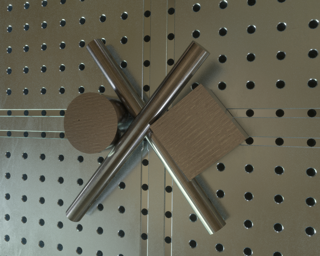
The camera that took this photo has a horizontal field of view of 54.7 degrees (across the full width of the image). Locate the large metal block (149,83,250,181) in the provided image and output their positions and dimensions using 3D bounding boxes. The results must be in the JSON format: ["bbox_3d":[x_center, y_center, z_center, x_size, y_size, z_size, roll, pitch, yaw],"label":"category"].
[{"bbox_3d":[0.049,0.005,0.377,0.080,0.050,0.080,-40,78,15],"label":"large metal block"}]

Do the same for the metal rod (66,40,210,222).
[{"bbox_3d":[-0.040,0.018,0.400,0.025,0.025,0.299,44,112,14],"label":"metal rod"}]

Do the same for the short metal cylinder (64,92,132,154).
[{"bbox_3d":[-0.082,-0.007,0.424,0.080,0.050,0.079,0,90,20],"label":"short metal cylinder"}]

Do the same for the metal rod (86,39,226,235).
[{"bbox_3d":[-0.011,0.003,0.412,0.025,0.025,0.299,-37,78,16],"label":"metal rod"}]
